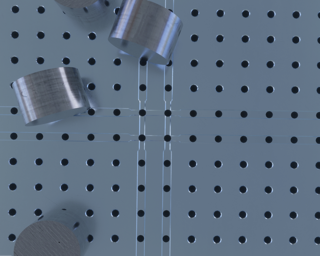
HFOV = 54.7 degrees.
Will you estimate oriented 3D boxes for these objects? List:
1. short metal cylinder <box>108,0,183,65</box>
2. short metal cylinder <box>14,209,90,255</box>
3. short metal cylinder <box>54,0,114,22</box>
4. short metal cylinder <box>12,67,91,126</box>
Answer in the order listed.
[{"bbox_3d":[-0.018,-0.118,0.386,0.080,0.080,0.050,21,90,-1],"label":"short metal cylinder"},{"bbox_3d":[-0.137,0.151,0.399,0.081,0.050,0.079,0,90,-1],"label":"short metal cylinder"},{"bbox_3d":[-0.101,-0.185,0.399,0.081,0.050,0.079,0,90,-1],"label":"short metal cylinder"},{"bbox_3d":[-0.133,-0.038,0.384,0.080,0.080,0.050,-18,90,0],"label":"short metal cylinder"}]
